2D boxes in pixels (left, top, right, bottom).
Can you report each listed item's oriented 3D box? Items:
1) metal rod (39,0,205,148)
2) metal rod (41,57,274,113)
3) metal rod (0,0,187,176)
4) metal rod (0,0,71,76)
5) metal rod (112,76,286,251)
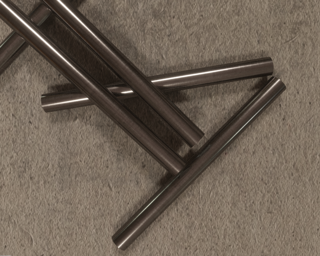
[{"bbox_3d":[-0.061,-0.089,0.383,0.300,0.025,0.025,44,90,-1],"label":"metal rod"},{"bbox_3d":[-0.003,-0.057,0.409,0.302,0.025,0.025,-10,90,-1],"label":"metal rod"},{"bbox_3d":[-0.086,-0.051,0.382,0.300,0.025,0.025,42,90,-1],"label":"metal rod"},{"bbox_3d":[-0.151,-0.153,0.407,0.025,0.025,0.300,43,90,-1],"label":"metal rod"},{"bbox_3d":[0.052,0.046,0.410,0.300,0.025,0.025,-45,91,-1],"label":"metal rod"}]
